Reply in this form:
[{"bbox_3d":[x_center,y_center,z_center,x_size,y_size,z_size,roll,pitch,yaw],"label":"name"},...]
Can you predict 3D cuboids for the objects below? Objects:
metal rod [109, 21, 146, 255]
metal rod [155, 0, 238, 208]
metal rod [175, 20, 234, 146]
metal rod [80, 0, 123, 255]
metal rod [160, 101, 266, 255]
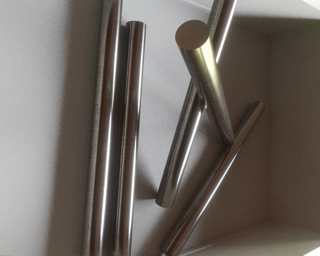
[{"bbox_3d":[-0.039,0.022,0.373,0.025,0.025,0.298,6,86,-40],"label":"metal rod"},{"bbox_3d":[0.044,-0.037,0.371,0.025,0.025,0.298,1,112,-40],"label":"metal rod"},{"bbox_3d":[0.065,-0.025,0.362,0.300,0.025,0.025,45,58,-67],"label":"metal rod"},{"bbox_3d":[-0.066,-0.004,0.351,0.025,0.025,0.298,7,86,-40],"label":"metal rod"},{"bbox_3d":[0.094,0.065,0.484,0.301,0.025,0.025,-51,120,-28],"label":"metal rod"}]
